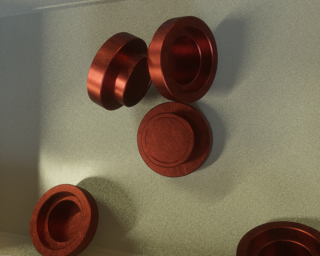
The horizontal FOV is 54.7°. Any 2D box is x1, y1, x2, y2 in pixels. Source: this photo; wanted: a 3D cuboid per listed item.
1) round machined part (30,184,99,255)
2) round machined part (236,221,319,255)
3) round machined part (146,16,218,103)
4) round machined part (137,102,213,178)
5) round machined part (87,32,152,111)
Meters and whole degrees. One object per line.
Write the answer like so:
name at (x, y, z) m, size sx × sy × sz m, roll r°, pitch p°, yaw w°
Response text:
round machined part at (-0.129, 0.131, 0.436) m, size 0.098 × 0.042 × 0.098 m, roll -8°, pitch 66°, yaw 19°
round machined part at (0.134, 0.148, 0.329) m, size 0.098 × 0.098 × 0.042 m, roll -8°, pitch 111°, yaw 20°
round machined part at (0.022, -0.080, 0.370) m, size 0.042 × 0.099 × 0.097 m, roll 13°, pitch 95°, yaw 45°
round machined part at (0.015, 0.015, 0.396) m, size 0.098 × 0.042 × 0.097 m, roll 0°, pitch 90°, yaw 20°
round machined part at (-0.042, -0.065, 0.386) m, size 0.042 × 0.098 × 0.097 m, roll 29°, pitch 100°, yaw 18°
